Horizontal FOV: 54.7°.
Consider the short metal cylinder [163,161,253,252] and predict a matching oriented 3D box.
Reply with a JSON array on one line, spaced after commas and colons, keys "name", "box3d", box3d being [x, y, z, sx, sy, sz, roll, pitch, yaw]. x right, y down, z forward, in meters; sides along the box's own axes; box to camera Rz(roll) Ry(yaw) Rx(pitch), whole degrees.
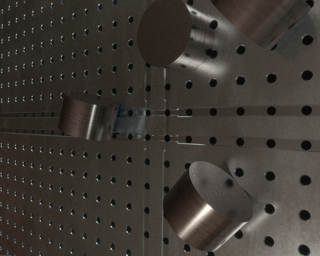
[{"name": "short metal cylinder", "box3d": [0.050, 0.082, 0.331, 0.080, 0.081, 0.050, 50, 119, 28]}]

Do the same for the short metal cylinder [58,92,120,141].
[{"name": "short metal cylinder", "box3d": [-0.105, -0.019, 0.457, 0.080, 0.081, 0.050, 24, 105, 37]}]

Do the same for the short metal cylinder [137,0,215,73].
[{"name": "short metal cylinder", "box3d": [0.019, -0.111, 0.376, 0.080, 0.050, 0.079, 0, 90, 39]}]

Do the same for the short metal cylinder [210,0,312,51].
[{"name": "short metal cylinder", "box3d": [0.094, -0.120, 0.295, 0.050, 0.081, 0.080, -48, 62, 29]}]
